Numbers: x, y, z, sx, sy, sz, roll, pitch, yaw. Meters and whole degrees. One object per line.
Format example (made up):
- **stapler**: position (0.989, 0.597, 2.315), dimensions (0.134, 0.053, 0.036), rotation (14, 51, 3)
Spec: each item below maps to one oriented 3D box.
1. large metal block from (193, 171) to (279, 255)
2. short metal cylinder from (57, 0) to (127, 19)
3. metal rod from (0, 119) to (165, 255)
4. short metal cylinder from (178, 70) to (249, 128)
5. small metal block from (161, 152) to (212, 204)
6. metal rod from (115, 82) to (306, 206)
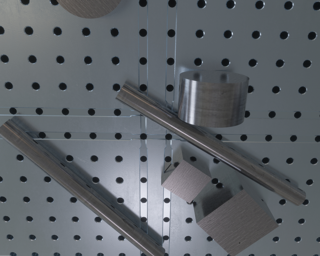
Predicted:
- **large metal block**: position (0.107, 0.124, 0.447), dimensions (0.080, 0.050, 0.080), rotation (-40, 106, 13)
- **short metal cylinder**: position (-0.074, -0.162, 0.339), dimensions (0.081, 0.050, 0.079), rotation (0, 110, 0)
- **metal rod**: position (-0.105, 0.099, 0.448), dimensions (0.025, 0.025, 0.300), rotation (-42, 105, 14)
- **short metal cylinder**: position (0.063, -0.038, 0.371), dimensions (0.081, 0.080, 0.050), rotation (1, 110, -1)
- **small metal block**: position (0.037, 0.071, 0.440), dimensions (0.050, 0.025, 0.050), rotation (34, 106, -12)
- **metal rod**: position (0.076, 0.027, 0.424), dimensions (0.301, 0.025, 0.025), rotation (31, 107, -11)
